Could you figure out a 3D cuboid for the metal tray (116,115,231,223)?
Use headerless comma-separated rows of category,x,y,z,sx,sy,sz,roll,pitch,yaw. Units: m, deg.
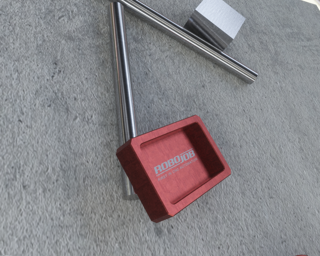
metal tray,0.022,0.041,0.368,0.131,0.030,0.090,-20,78,-47

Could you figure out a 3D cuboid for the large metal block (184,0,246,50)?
large metal block,0.097,-0.186,0.555,0.080,0.050,0.080,36,51,-4

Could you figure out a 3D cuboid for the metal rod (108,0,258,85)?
metal rod,0.034,-0.157,0.519,0.301,0.025,0.025,28,52,-11

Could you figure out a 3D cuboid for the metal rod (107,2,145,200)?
metal rod,-0.049,-0.055,0.411,0.025,0.025,0.299,6,59,-26
